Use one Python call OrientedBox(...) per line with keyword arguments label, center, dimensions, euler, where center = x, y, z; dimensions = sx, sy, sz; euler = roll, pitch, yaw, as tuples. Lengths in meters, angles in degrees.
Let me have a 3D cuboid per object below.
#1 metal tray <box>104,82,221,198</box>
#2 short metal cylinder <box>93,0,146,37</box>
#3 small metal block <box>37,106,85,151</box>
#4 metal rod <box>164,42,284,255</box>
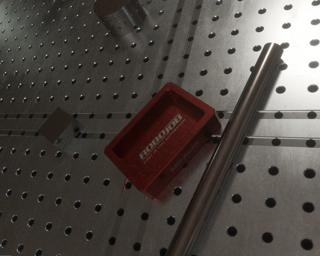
OrientedBox(label="metal tray", center=(0.002, 0.012, 0.395), dimensions=(0.130, 0.030, 0.090), euler=(-47, 52, -5))
OrientedBox(label="short metal cylinder", center=(-0.072, -0.213, 0.559), dimensions=(0.080, 0.050, 0.080), euler=(-13, 56, 20))
OrientedBox(label="small metal block", center=(-0.156, 0.001, 0.487), dimensions=(0.050, 0.025, 0.050), euler=(30, 78, 37))
OrientedBox(label="metal rod", center=(0.075, 0.026, 0.351), dimensions=(0.025, 0.025, 0.300), euler=(17, 70, 34))
